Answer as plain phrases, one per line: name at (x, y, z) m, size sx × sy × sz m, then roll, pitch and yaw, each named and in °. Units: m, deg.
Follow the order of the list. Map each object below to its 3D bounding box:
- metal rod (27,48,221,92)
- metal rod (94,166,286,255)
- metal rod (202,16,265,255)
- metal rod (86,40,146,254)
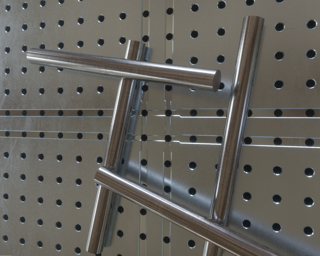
metal rod at (-0.067, -0.082, 0.410) m, size 0.301 × 0.025 × 0.025 m, roll 13°, pitch 95°, yaw 28°
metal rod at (0.052, 0.117, 0.366) m, size 0.301 × 0.025 × 0.025 m, roll 23°, pitch 98°, yaw 18°
metal rod at (0.089, 0.016, 0.380) m, size 0.025 × 0.025 × 0.298 m, roll 10°, pitch 93°, yaw 19°
metal rod at (-0.063, 0.029, 0.433) m, size 0.025 × 0.025 × 0.298 m, roll 14°, pitch 94°, yaw 19°
